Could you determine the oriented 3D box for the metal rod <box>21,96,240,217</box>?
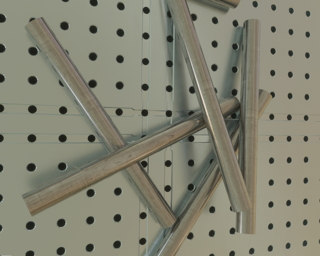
[{"bbox_3d":[-0.014,0.022,0.384,0.302,0.025,0.025,-25,99,-27],"label":"metal rod"}]

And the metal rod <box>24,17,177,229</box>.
[{"bbox_3d":[-0.067,0.003,0.387,0.025,0.025,0.299,-36,102,-16],"label":"metal rod"}]

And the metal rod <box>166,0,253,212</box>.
[{"bbox_3d":[0.061,-0.041,0.404,0.025,0.025,0.299,-14,83,-19],"label":"metal rod"}]

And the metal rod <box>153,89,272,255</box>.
[{"bbox_3d":[0.075,0.070,0.439,0.025,0.025,0.300,38,78,-16],"label":"metal rod"}]

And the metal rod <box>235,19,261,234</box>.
[{"bbox_3d":[0.124,-0.010,0.432,0.025,0.025,0.299,9,78,-20],"label":"metal rod"}]

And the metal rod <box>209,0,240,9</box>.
[{"bbox_3d":[-0.028,-0.214,0.401,0.302,0.025,0.025,11,86,-20],"label":"metal rod"}]
